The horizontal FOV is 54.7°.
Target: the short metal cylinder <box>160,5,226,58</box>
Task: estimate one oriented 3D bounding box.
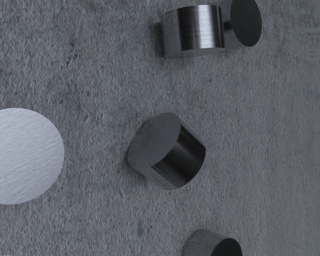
[{"bbox_3d":[0.043,-0.123,0.404,0.081,0.080,0.050,-11,97,-40],"label":"short metal cylinder"}]

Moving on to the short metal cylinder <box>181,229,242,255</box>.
[{"bbox_3d":[0.075,0.195,0.452,0.081,0.050,0.080,0,90,-40],"label":"short metal cylinder"}]

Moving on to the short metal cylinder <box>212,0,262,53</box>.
[{"bbox_3d":[0.115,-0.162,0.484,0.081,0.050,0.080,0,90,-40],"label":"short metal cylinder"}]

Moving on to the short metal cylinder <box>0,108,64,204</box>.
[{"bbox_3d":[-0.134,0.023,0.276,0.081,0.050,0.080,0,90,-40],"label":"short metal cylinder"}]

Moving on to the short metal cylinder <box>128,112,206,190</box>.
[{"bbox_3d":[0.008,0.028,0.375,0.050,0.080,0.080,43,64,-32],"label":"short metal cylinder"}]
